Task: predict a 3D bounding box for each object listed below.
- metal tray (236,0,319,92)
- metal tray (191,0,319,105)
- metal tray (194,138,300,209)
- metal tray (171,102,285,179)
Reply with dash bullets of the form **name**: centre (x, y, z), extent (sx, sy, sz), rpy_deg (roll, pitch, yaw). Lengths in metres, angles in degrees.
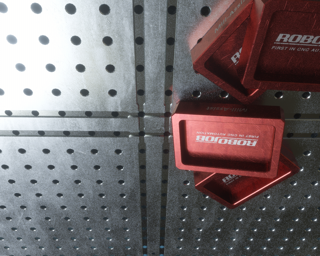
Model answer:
- **metal tray**: centre (0.150, -0.081, 0.301), extent (0.131, 0.030, 0.089), rpy_deg (3, 130, -3)
- **metal tray**: centre (0.107, -0.094, 0.329), extent (0.090, 0.030, 0.129), rpy_deg (30, 124, -23)
- **metal tray**: centre (0.127, 0.066, 0.466), extent (0.090, 0.030, 0.130), rpy_deg (34, 122, -26)
- **metal tray**: centre (0.084, 0.015, 0.394), extent (0.131, 0.030, 0.089), rpy_deg (4, 124, 15)
